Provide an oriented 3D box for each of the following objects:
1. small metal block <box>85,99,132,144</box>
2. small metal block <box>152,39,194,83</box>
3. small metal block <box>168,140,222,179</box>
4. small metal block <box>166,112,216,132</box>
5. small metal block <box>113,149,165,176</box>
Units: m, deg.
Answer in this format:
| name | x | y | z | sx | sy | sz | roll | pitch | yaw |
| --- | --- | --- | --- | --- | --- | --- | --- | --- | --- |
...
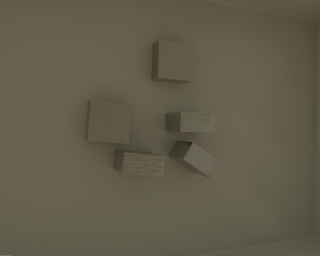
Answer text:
| name | x | y | z | sx | sy | sz | roll | pitch | yaw |
| --- | --- | --- | --- | --- | --- | --- | --- | --- | --- |
| small metal block | -0.065 | -0.007 | 0.387 | 0.050 | 0.025 | 0.050 | 5 | 88 | -20 |
| small metal block | 0.017 | -0.088 | 0.418 | 0.050 | 0.025 | 0.050 | 2 | 89 | -21 |
| small metal block | 0.046 | 0.041 | 0.416 | 0.050 | 0.050 | 0.025 | 34 | 79 | -17 |
| small metal block | 0.040 | -0.008 | 0.413 | 0.050 | 0.050 | 0.025 | 0 | 90 | -20 |
| small metal block | -0.028 | 0.043 | 0.388 | 0.050 | 0.050 | 0.025 | 7 | 88 | -20 |
